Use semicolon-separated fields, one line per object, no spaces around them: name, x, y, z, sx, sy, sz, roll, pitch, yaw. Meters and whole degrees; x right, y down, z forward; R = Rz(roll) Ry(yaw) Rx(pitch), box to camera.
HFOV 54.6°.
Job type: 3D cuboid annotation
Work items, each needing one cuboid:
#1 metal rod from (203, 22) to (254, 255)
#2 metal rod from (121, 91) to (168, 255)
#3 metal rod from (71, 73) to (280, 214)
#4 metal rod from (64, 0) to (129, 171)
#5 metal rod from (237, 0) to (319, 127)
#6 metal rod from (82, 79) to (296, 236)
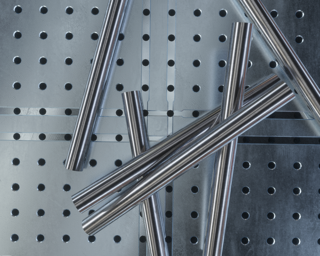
metal rod;0.082;0.026;0.385;0.025;0.025;0.298;5;101;0
metal rod;-0.014;0.100;0.413;0.025;0.025;0.298;-10;90;0
metal rod;0.028;0.015;0.394;0.301;0.025;0.025;-31;90;-8
metal rod;-0.076;-0.090;0.412;0.025;0.025;0.299;15;90;0
metal rod;0.152;-0.120;0.414;0.025;0.025;0.299;-33;90;0
metal rod;0.022;0.044;0.373;0.300;0.025;0.025;-37;90;14
